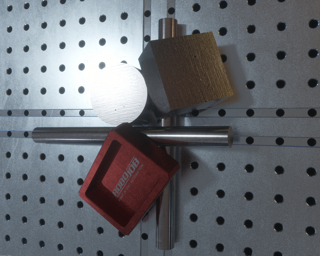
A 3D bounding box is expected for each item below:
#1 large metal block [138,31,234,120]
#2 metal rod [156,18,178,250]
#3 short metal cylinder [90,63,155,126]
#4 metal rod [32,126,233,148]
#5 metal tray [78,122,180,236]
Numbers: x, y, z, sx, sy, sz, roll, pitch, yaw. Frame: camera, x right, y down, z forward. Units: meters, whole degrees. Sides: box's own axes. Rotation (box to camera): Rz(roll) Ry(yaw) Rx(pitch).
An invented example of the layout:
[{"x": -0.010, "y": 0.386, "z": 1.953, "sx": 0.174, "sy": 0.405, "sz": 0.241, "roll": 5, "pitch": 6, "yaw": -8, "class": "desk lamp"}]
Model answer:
[{"x": 0.029, "y": -0.061, "z": 0.368, "sx": 0.081, "sy": 0.050, "sz": 0.080, "roll": -15, "pitch": 84, "yaw": -21, "class": "large metal block"}, {"x": 0.009, "y": 0.008, "z": 0.409, "sx": 0.025, "sy": 0.025, "sz": 0.298, "roll": 1, "pitch": 91, "yaw": 20, "class": "metal rod"}, {"x": -0.045, "y": -0.043, "z": 0.415, "sx": 0.080, "sy": 0.050, "sz": 0.079, "roll": 0, "pitch": 90, "yaw": 20, "class": "short metal cylinder"}, {"x": -0.055, "y": 0.011, "z": 0.414, "sx": 0.300, "sy": 0.025, "sz": 0.025, "roll": 0, "pitch": 90, "yaw": 27, "class": "metal rod"}, {"x": -0.044, "y": 0.068, "z": 0.398, "sx": 0.090, "sy": 0.030, "sz": 0.129, "roll": 38, "pitch": 123, "yaw": 10, "class": "metal tray"}]
